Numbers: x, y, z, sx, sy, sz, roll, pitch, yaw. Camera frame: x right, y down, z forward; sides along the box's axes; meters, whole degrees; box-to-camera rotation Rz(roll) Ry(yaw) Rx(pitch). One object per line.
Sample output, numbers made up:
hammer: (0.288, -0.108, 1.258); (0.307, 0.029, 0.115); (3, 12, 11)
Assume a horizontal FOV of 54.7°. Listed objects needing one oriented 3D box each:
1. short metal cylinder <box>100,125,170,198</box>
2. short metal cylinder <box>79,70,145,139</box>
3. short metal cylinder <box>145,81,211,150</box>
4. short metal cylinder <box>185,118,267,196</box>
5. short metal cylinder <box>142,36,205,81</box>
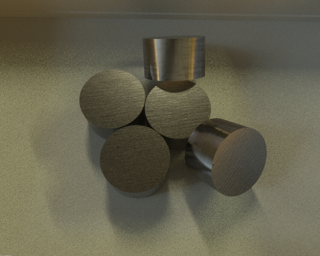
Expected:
short metal cylinder: (-0.029, 0.042, 0.378); (0.081, 0.050, 0.080); (0, 70, 0)
short metal cylinder: (-0.059, -0.029, 0.404); (0.081, 0.050, 0.080); (0, 70, 0)
short metal cylinder: (0.022, -0.016, 0.400); (0.081, 0.050, 0.080); (0, 70, 0)
short metal cylinder: (0.077, 0.032, 0.362); (0.081, 0.050, 0.079); (-9, 108, -28)
short metal cylinder: (0.019, -0.093, 0.405); (0.081, 0.080, 0.050); (-3, 109, -1)
